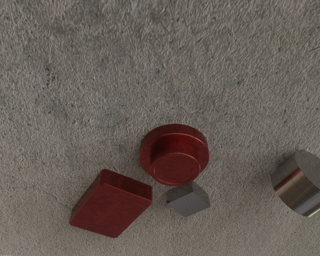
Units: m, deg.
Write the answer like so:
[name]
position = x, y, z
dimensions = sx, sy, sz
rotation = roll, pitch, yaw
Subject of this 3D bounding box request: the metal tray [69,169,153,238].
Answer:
[metal tray]
position = -0.082, 0.130, 0.513
dimensions = 0.090, 0.030, 0.129
rotation = 25, 125, -21

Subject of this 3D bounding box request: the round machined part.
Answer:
[round machined part]
position = 0.021, 0.044, 0.434
dimensions = 0.099, 0.042, 0.097
rotation = -1, 130, 0

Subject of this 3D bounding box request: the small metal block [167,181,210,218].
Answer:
[small metal block]
position = 0.046, 0.116, 0.507
dimensions = 0.050, 0.025, 0.050
rotation = -31, 124, 23

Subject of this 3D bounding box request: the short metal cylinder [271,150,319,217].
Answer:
[short metal cylinder]
position = 0.208, 0.078, 0.441
dimensions = 0.080, 0.080, 0.050
rotation = 21, 127, -18
